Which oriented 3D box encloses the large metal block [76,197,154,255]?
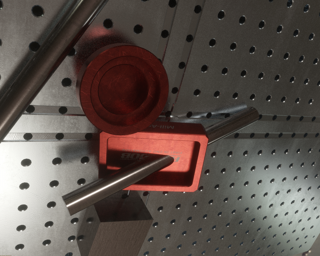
[{"bbox_3d":[-0.067,0.148,0.452,0.081,0.050,0.079,8,114,-32],"label":"large metal block"}]

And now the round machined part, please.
[{"bbox_3d":[-0.043,-0.044,0.344,0.099,0.042,0.097,-9,113,-23],"label":"round machined part"}]

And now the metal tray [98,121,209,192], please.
[{"bbox_3d":[-0.011,0.037,0.397,0.131,0.030,0.089,3,119,-8],"label":"metal tray"}]

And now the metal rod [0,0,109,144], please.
[{"bbox_3d":[-0.119,-0.060,0.309,0.025,0.025,0.299,34,99,-39],"label":"metal rod"}]

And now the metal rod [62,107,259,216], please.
[{"bbox_3d":[0.018,0.034,0.418,0.302,0.025,0.025,-24,128,-24],"label":"metal rod"}]
